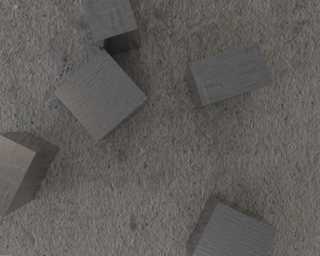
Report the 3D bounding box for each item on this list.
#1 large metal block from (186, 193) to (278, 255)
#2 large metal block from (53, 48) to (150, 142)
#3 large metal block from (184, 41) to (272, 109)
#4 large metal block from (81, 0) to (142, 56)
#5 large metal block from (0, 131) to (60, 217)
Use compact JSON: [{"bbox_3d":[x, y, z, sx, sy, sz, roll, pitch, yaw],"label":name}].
[{"bbox_3d":[0.089,0.142,0.398,0.080,0.050,0.080,26,90,0],"label":"large metal block"},{"bbox_3d":[-0.071,-0.040,0.397,0.080,0.050,0.080,-41,90,0],"label":"large metal block"},{"bbox_3d":[0.078,-0.061,0.383,0.080,0.080,0.050,-18,90,0],"label":"large metal block"},{"bbox_3d":[-0.061,-0.140,0.382,0.050,0.080,0.080,-18,90,0],"label":"large metal block"},{"bbox_3d":[-0.177,0.051,0.381,0.050,0.080,0.080,26,90,0],"label":"large metal block"}]
